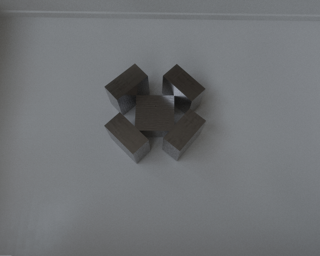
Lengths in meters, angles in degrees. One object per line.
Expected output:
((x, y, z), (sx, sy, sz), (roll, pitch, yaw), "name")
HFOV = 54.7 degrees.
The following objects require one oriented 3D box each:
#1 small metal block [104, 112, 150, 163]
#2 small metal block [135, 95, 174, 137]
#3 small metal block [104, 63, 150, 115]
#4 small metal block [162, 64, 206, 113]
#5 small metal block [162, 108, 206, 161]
((-0.040, 0.014, 0.389), (0.025, 0.050, 0.050), (-43, 76, -13), "small metal block")
((-0.007, -0.016, 0.413), (0.050, 0.025, 0.050), (1, 70, 0), "small metal block")
((-0.042, -0.050, 0.412), (0.050, 0.050, 0.025), (-40, 74, -13), "small metal block")
((0.030, -0.049, 0.412), (0.025, 0.050, 0.050), (-43, 77, -15), "small metal block")
((0.029, 0.010, 0.390), (0.025, 0.050, 0.050), (39, 74, 12), "small metal block")
